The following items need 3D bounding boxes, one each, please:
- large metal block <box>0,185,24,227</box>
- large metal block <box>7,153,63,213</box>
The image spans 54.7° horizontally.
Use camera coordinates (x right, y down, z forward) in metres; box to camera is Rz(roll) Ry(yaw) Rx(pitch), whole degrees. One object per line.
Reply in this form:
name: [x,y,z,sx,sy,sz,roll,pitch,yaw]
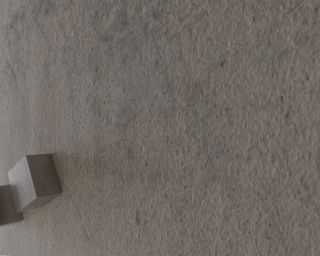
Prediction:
large metal block: [-0.343,0.167,0.648,0.050,0.081,0.080,-27,73,36]
large metal block: [-0.235,0.102,0.578,0.080,0.050,0.080,-35,69,34]
